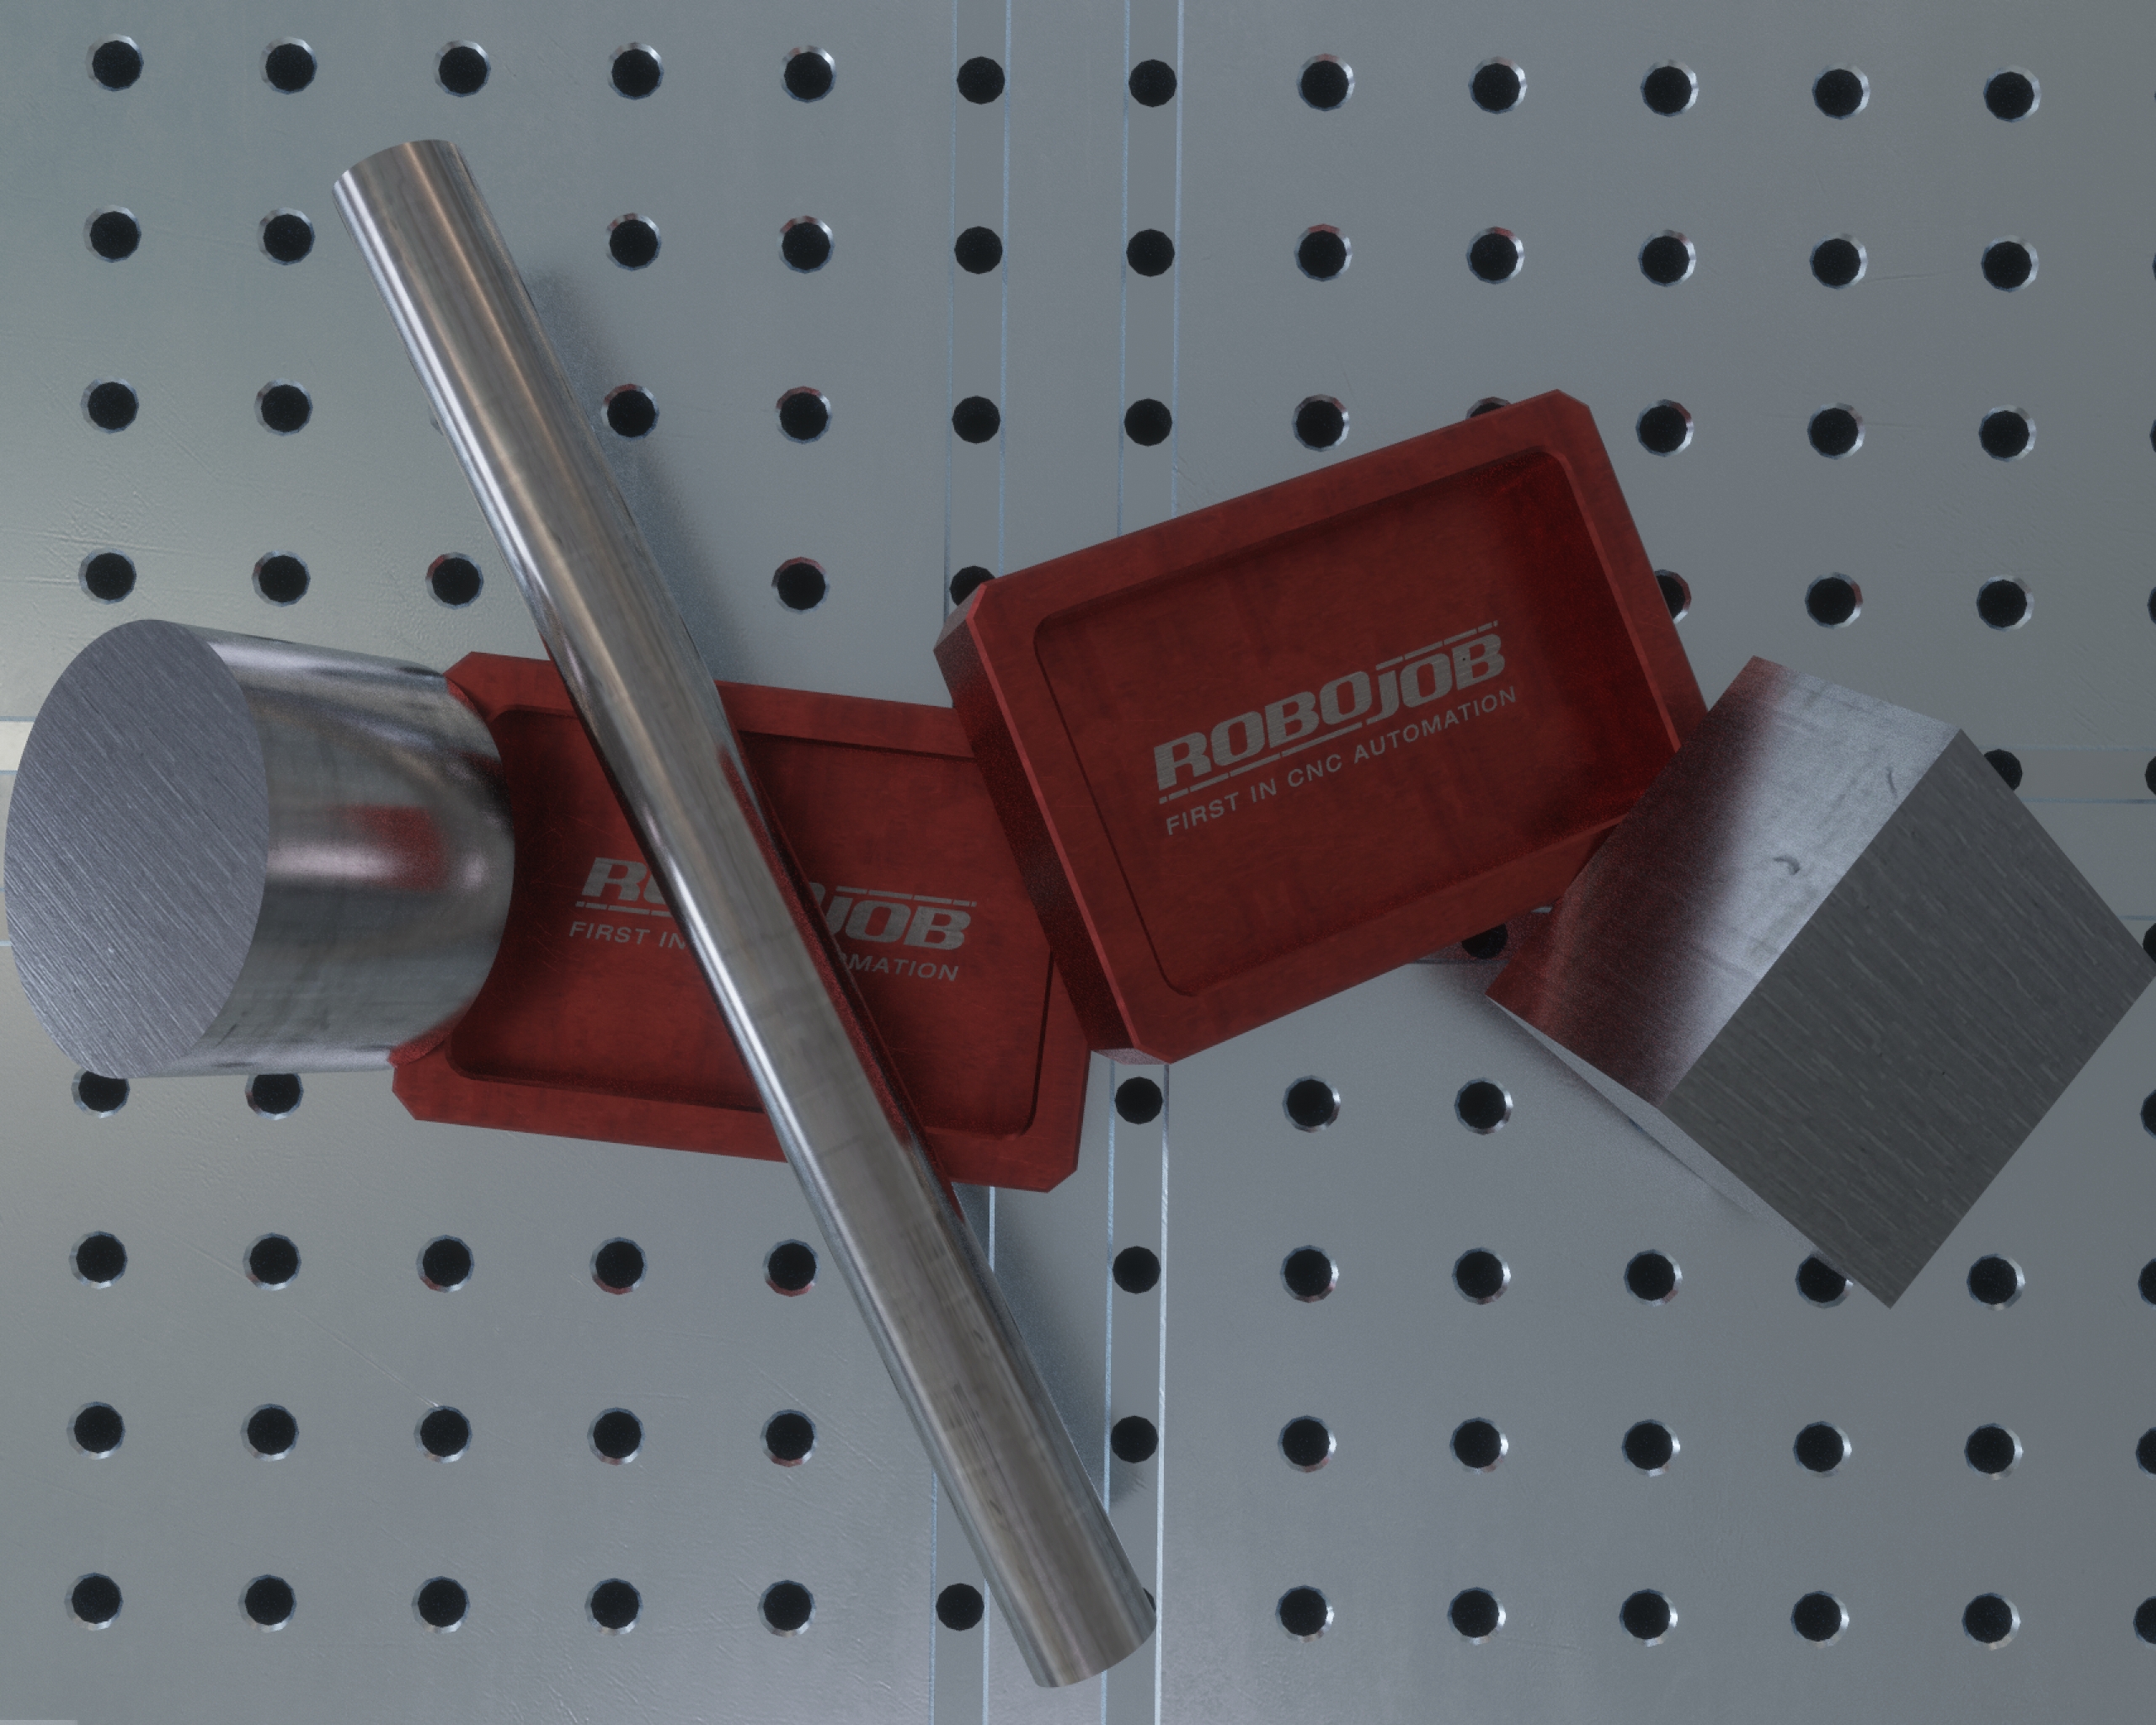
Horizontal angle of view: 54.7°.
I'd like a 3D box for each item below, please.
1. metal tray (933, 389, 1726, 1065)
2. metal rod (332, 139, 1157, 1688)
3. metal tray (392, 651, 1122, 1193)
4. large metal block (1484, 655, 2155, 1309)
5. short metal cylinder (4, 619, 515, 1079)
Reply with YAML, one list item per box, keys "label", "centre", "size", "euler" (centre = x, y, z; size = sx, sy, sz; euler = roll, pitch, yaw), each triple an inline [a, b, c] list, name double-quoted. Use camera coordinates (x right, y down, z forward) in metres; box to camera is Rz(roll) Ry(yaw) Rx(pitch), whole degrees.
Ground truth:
- label: "metal tray"
  centre: [0.050, -0.026, 0.392]
  size: [0.131, 0.030, 0.090]
  euler: [-21, 90, -17]
- label: "metal rod"
  centre: [-0.061, 0.009, 0.383]
  size: [0.025, 0.025, 0.299]
  euler: [-25, 90, 0]
- label: "metal tray"
  centre: [-0.060, 0.011, 0.410]
  size: [0.131, 0.030, 0.089]
  euler: [7, 90, 0]
- label: "large metal block"
  centre: [0.137, 0.022, 0.384]
  size: [0.080, 0.050, 0.080]
  euler: [38, 90, -31]
- label: "short metal cylinder"
  centre: [-0.150, -0.001, 0.381]
  size: [0.080, 0.050, 0.080]
  euler: [-3, 85, 34]
